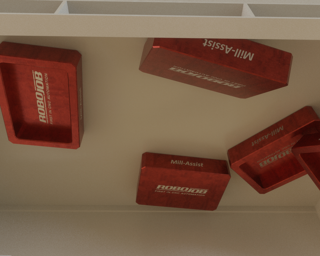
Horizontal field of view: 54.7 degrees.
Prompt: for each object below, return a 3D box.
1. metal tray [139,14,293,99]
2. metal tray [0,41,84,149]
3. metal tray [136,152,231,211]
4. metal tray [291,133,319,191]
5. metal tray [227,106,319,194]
[{"bbox_3d":[0.051,-0.065,0.314,0.131,0.090,0.030,13,84,-11],"label":"metal tray"},{"bbox_3d":[-0.142,-0.034,0.375,0.091,0.030,0.129,6,130,-5],"label":"metal tray"},{"bbox_3d":[0.032,0.085,0.478,0.131,0.030,0.089,6,130,-6],"label":"metal tray"},{"bbox_3d":[0.228,0.045,0.355,0.030,0.130,0.090,-39,95,-19],"label":"metal tray"},{"bbox_3d":[0.174,0.036,0.437,0.130,0.030,0.090,-34,123,25],"label":"metal tray"}]
